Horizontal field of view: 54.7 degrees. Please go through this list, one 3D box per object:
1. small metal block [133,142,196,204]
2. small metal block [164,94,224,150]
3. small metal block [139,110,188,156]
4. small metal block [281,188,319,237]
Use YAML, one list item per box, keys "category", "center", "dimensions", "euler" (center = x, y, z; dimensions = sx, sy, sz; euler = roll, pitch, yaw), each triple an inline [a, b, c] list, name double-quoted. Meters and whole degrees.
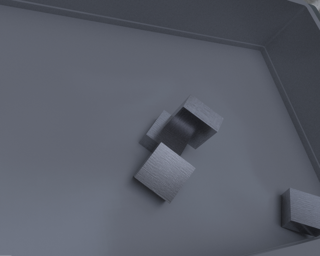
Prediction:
- category: "small metal block"
  center: [0.005, 0.052, 0.364]
  dimensions: [0.050, 0.025, 0.050]
  euler: [38, 81, -3]
- category: "small metal block"
  center: [0.042, -0.007, 0.386]
  dimensions: [0.050, 0.050, 0.025]
  euler: [36, 51, -5]
- category: "small metal block"
  center: [0.009, 0.013, 0.404]
  dimensions: [0.050, 0.025, 0.050]
  euler: [37, 51, -4]
- category: "small metal block"
  center: [0.201, 0.118, 0.436]
  dimensions: [0.050, 0.025, 0.050]
  euler: [17, 51, -1]
